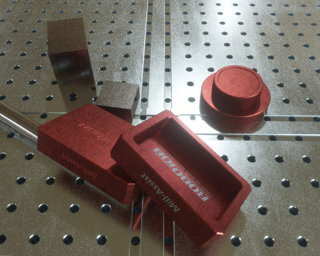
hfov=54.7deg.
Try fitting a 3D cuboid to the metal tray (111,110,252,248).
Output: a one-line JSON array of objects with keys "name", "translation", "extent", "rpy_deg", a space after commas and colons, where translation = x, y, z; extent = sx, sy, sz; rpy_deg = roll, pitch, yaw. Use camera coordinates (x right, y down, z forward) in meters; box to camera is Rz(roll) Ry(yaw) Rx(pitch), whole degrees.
[{"name": "metal tray", "translation": [0.024, 0.045, 0.323], "extent": [0.130, 0.030, 0.091], "rpy_deg": [44, 38, 11]}]

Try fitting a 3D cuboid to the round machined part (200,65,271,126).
[{"name": "round machined part", "translation": [0.108, -0.052, 0.442], "extent": [0.099, 0.042, 0.098], "rpy_deg": [0, 50, 0]}]

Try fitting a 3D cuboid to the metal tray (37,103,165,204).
[{"name": "metal tray", "translation": [-0.063, 0.023, 0.361], "extent": [0.130, 0.030, 0.091], "rpy_deg": [27, 34, 18]}]

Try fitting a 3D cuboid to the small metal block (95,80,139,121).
[{"name": "small metal block", "translation": [-0.059, -0.039, 0.440], "extent": [0.050, 0.025, 0.050], "rpy_deg": [8, 50, 6]}]

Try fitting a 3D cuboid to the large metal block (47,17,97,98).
[{"name": "large metal block", "translation": [-0.129, -0.104, 0.457], "extent": [0.050, 0.080, 0.080], "rpy_deg": [-11, 51, -9]}]

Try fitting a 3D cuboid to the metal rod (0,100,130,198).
[{"name": "metal rod", "translation": [-0.157, 0.008, 0.398], "extent": [0.301, 0.025, 0.025], "rpy_deg": [27, 55, 20]}]
